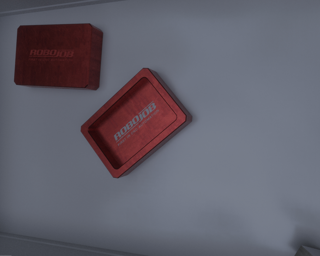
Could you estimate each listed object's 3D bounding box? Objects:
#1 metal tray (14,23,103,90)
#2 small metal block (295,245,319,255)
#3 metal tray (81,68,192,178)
[{"bbox_3d":[-0.152,-0.105,0.460,0.130,0.030,0.089,5,92,19],"label":"metal tray"},{"bbox_3d":[0.175,0.154,0.325,0.025,0.050,0.050,-62,29,9],"label":"small metal block"},{"bbox_3d":[-0.034,-0.005,0.418,0.130,0.030,0.090,-41,78,15],"label":"metal tray"}]
